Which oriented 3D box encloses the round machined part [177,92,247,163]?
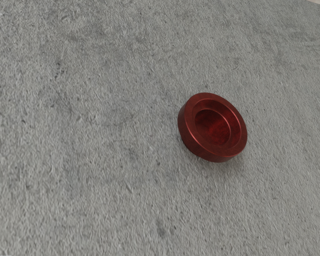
[{"bbox_3d":[0.067,0.003,0.427,0.099,0.042,0.098,13,56,-21],"label":"round machined part"}]
